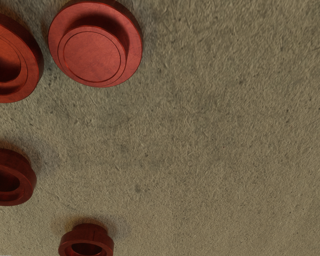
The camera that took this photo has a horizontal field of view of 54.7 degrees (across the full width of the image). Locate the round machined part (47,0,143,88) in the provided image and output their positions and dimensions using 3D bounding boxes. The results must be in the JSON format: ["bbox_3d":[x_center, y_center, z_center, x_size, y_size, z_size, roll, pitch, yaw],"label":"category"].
[{"bbox_3d":[-0.068,-0.083,0.325,0.099,0.042,0.097,0,130,0],"label":"round machined part"}]

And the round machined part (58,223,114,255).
[{"bbox_3d":[-0.134,0.214,0.577,0.099,0.042,0.097,0,130,0],"label":"round machined part"}]

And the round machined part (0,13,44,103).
[{"bbox_3d":[-0.173,-0.078,0.328,0.099,0.042,0.097,0,130,0],"label":"round machined part"}]

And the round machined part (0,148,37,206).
[{"bbox_3d":[-0.230,0.068,0.452,0.099,0.042,0.097,0,130,0],"label":"round machined part"}]
